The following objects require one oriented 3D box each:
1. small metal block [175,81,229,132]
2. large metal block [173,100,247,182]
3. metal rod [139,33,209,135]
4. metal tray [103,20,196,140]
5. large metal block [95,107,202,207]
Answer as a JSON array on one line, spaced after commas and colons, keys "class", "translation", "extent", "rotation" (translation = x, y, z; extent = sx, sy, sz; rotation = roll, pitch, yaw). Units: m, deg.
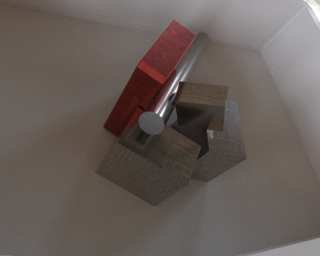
[{"class": "small metal block", "translation": [0.045, -0.022, 0.332], "extent": [0.050, 0.050, 0.025], "rotation": [8, 61, 13]}, {"class": "large metal block", "translation": [0.058, 0.014, 0.394], "extent": [0.050, 0.080, 0.080], "rotation": [13, 56, -22]}, {"class": "metal rod", "translation": [0.032, -0.079, 0.413], "extent": [0.025, 0.025, 0.301], "rotation": [36, 34, -5]}, {"class": "metal tray", "translation": [-0.015, -0.051, 0.360], "extent": [0.030, 0.129, 0.090], "rotation": [35, 52, -5]}, {"class": "large metal block", "translation": [-0.015, 0.035, 0.342], "extent": [0.080, 0.080, 0.050], "rotation": [32, 52, -8]}]
